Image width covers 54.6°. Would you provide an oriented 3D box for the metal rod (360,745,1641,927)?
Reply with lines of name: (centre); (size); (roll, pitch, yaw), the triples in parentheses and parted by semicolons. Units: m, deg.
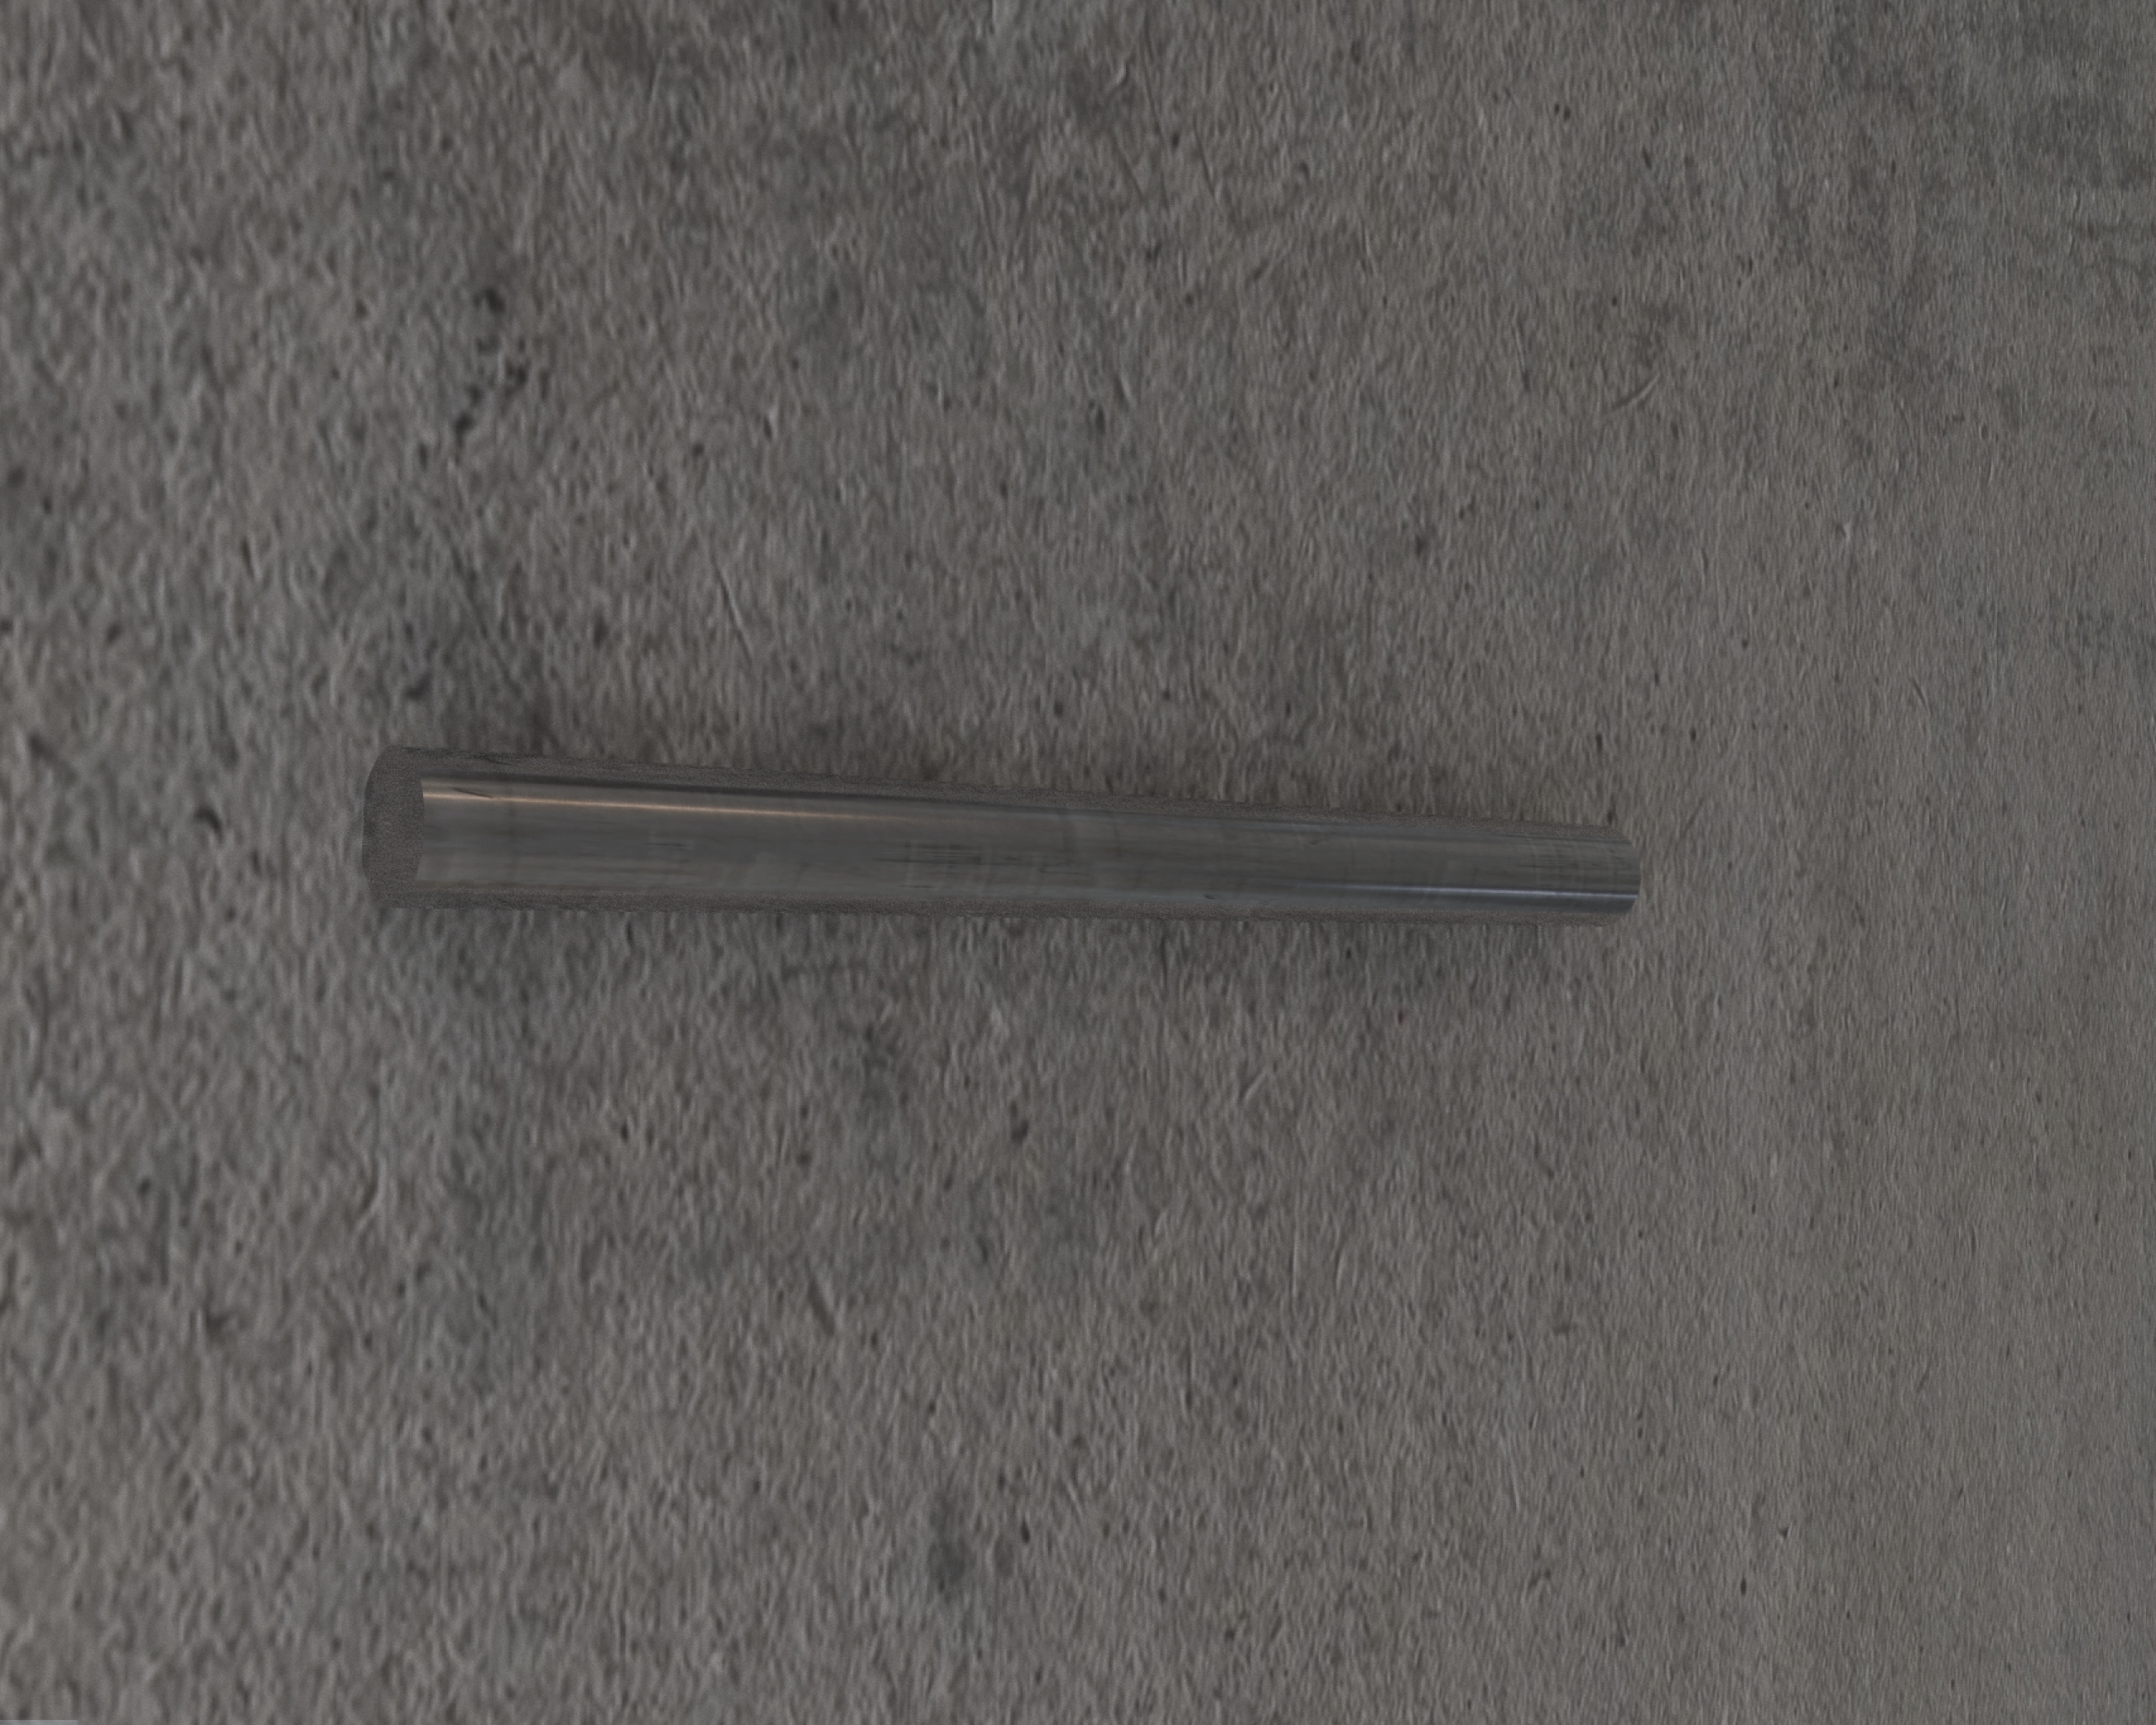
metal rod: (0.011, -0.001, 0.415); (0.302, 0.025, 0.025); (2, 89, -40)
